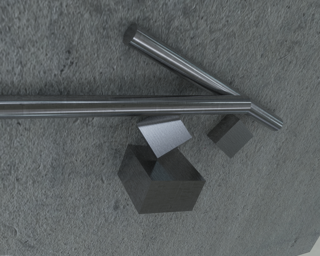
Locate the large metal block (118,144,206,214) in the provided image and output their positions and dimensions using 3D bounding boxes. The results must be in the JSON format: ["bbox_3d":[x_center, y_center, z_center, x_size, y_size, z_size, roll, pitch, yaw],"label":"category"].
[{"bbox_3d":[0.000,0.066,0.414,0.081,0.080,0.050,6,115,-32],"label":"large metal block"}]

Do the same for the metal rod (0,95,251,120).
[{"bbox_3d":[-0.026,-0.026,0.360,0.303,0.025,0.025,-2,120,-22],"label":"metal rod"}]

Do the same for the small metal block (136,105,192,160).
[{"bbox_3d":[0.005,0.006,0.396,0.050,0.050,0.025,-31,171,-9],"label":"small metal block"}]

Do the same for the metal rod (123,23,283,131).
[{"bbox_3d":[0.079,-0.053,0.419,0.302,0.025,0.025,23,106,-37],"label":"metal rod"}]

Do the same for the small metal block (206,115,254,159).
[{"bbox_3d":[0.108,0.012,0.476,0.050,0.025,0.050,-46,130,3],"label":"small metal block"}]
